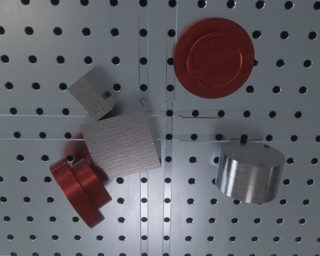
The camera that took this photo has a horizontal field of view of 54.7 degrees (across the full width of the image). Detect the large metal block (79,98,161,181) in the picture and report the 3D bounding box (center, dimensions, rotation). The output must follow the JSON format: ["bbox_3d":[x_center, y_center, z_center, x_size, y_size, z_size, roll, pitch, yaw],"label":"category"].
[{"bbox_3d":[-0.048,0.015,0.405,0.080,0.050,0.080,-14,110,5],"label":"large metal block"}]

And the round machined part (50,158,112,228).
[{"bbox_3d":[-0.099,0.079,0.408,0.042,0.098,0.098,-34,109,-16],"label":"round machined part"}]

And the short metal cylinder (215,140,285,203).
[{"bbox_3d":[0.116,0.054,0.405,0.081,0.080,0.050,4,110,-2],"label":"short metal cylinder"}]

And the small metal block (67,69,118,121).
[{"bbox_3d":[-0.082,-0.042,0.384,0.025,0.050,0.050,-36,106,12],"label":"small metal block"}]

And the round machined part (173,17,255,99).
[{"bbox_3d":[0.065,-0.082,0.374,0.099,0.042,0.097,0,110,0],"label":"round machined part"}]
